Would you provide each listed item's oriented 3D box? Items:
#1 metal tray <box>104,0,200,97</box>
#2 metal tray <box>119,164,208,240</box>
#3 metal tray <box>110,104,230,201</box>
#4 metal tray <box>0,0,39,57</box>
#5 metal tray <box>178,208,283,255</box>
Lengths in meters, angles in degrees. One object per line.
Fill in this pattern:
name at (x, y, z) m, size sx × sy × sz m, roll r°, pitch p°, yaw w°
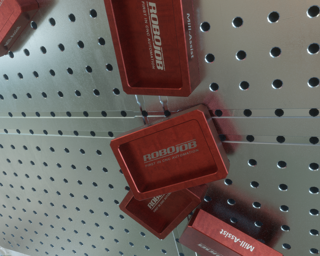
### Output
metal tray at (-0.008, -0.102, 0.349) m, size 0.090 × 0.030 × 0.129 m, roll 5°, pitch 121°, yaw 25°
metal tray at (0.001, 0.107, 0.474) m, size 0.090 × 0.030 × 0.129 m, roll 36°, pitch 129°, yaw 4°
metal tray at (0.012, 0.034, 0.396) m, size 0.130 × 0.030 × 0.090 m, roll -20°, pitch 100°, yaw 22°
metal tray at (-0.236, -0.165, 0.431) m, size 0.130 × 0.030 × 0.090 m, roll -29°, pitch 103°, yaw 37°
metal tray at (0.097, 0.173, 0.446) m, size 0.130 × 0.030 × 0.090 m, roll 27°, pitch 147°, yaw 11°
